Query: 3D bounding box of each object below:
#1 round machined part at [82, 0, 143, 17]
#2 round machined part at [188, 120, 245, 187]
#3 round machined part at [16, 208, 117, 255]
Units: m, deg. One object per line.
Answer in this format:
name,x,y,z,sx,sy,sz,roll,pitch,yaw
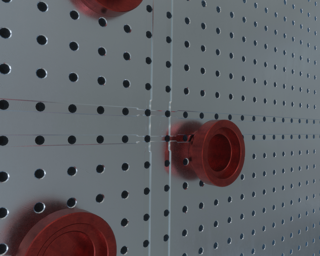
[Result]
round machined part,-0.052,-0.182,0.353,0.099,0.042,0.097,0,90,-40
round machined part,0.081,0.037,0.465,0.099,0.042,0.097,0,90,-40
round machined part,-0.097,0.131,0.316,0.099,0.042,0.097,0,90,-40
